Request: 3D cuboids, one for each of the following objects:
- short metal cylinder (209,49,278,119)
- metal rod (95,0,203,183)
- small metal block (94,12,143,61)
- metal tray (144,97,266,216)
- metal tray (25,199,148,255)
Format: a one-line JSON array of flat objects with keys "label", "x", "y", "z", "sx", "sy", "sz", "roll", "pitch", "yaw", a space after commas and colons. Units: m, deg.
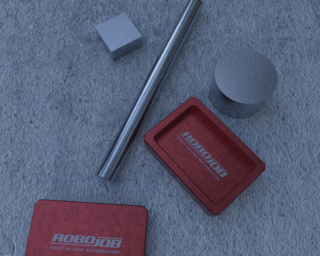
[{"label": "short metal cylinder", "x": 0.110, "y": -0.059, "z": 0.418, "sx": 0.081, "sy": 0.050, "sz": 0.080, "roll": 0, "pitch": 70, "yaw": 0}, {"label": "metal rod", "x": -0.008, "y": -0.065, "z": 0.431, "sx": 0.025, "sy": 0.025, "sz": 0.300, "roll": 23, "pitch": 71, "yaw": 8}, {"label": "small metal block", "x": -0.060, "y": -0.135, "z": 0.457, "sx": 0.050, "sy": 0.025, "sz": 0.050, "roll": -30, "pitch": 73, "yaw": -11}, {"label": "metal tray", "x": 0.054, "y": 0.034, "z": 0.393, "sx": 0.090, "sy": 0.030, "sz": 0.130, "roll": -40, "pitch": 75, "yaw": -14}, {"label": "metal tray", "x": -0.082, "y": 0.133, "z": 0.356, "sx": 0.131, "sy": 0.030, "sz": 0.090, "roll": 4, "pitch": 70, "yaw": 1}]
